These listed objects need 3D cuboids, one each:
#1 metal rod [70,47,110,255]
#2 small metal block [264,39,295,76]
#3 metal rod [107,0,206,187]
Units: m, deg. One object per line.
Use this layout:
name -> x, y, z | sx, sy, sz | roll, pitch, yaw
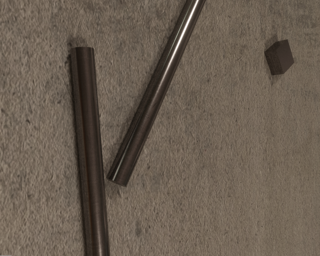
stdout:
metal rod -> -0.074, 0.063, 0.344 | 0.025, 0.025, 0.298 | -7, 95, -40
small metal block -> 0.233, -0.138, 0.604 | 0.050, 0.025, 0.050 | -41, 115, -33
metal rod -> 0.004, -0.067, 0.409 | 0.025, 0.025, 0.300 | 36, 68, -35
